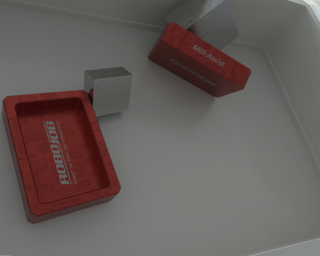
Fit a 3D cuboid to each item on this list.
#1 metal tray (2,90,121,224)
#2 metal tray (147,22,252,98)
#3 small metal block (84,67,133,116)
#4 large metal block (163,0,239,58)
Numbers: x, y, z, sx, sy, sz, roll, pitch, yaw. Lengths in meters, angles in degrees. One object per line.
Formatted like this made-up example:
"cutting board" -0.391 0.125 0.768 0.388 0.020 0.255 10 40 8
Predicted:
"metal tray" -0.106 0.024 0.331 0.091 0.030 0.130 -10 67 -33
"metal tray" 0.053 -0.093 0.449 0.131 0.090 0.030 28 81 -11
"small metal block" -0.064 -0.045 0.380 0.050 0.050 0.025 -14 40 -34
"large metal block" 0.065 -0.154 0.474 0.050 0.080 0.080 58 8 35
